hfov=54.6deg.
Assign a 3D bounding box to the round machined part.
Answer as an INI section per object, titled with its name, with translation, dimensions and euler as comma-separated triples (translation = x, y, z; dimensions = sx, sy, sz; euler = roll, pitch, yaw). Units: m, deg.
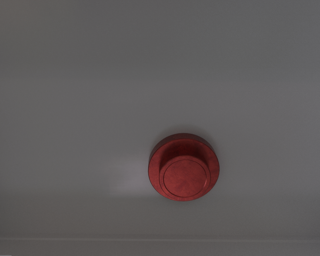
[round machined part]
translation = 0.033, 0.060, 0.424
dimensions = 0.099, 0.042, 0.097
euler = 0, 110, 0
